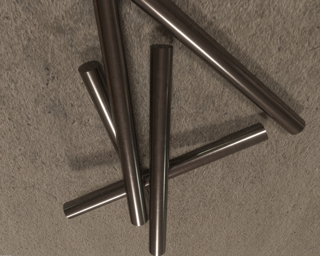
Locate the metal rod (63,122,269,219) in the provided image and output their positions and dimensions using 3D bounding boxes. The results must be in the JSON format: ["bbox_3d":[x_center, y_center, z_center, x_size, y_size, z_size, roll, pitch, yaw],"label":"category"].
[{"bbox_3d":[0.002,0.063,0.434,0.301,0.025,0.025,-23,127,8],"label":"metal rod"}]

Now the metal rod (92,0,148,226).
[{"bbox_3d":[-0.041,-0.001,0.366,0.025,0.025,0.298,-4,119,3],"label":"metal rod"}]

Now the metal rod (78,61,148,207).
[{"bbox_3d":[-0.045,0.041,0.441,0.025,0.025,0.299,-11,130,8],"label":"metal rod"}]

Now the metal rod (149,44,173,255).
[{"bbox_3d":[-0.001,0.046,0.397,0.025,0.025,0.298,1,115,-1],"label":"metal rod"}]

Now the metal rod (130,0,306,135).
[{"bbox_3d":[0.066,-0.076,0.343,0.301,0.025,0.025,33,123,-25],"label":"metal rod"}]
